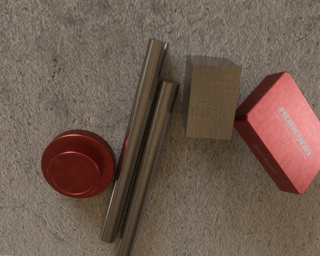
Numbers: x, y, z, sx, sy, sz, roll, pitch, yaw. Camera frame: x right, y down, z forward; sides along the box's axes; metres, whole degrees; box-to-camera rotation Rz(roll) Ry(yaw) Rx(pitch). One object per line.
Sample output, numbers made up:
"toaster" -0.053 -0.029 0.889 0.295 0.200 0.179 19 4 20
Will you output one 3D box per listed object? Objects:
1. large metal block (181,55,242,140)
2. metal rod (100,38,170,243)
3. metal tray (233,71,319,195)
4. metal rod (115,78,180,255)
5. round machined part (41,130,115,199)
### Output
"large metal block" 0.056 -0.039 0.367 0.050 0.080 0.079 4 110 -2
"metal rod" -0.040 0.031 0.420 0.025 0.025 0.298 14 109 -6
"metal tray" 0.156 0.007 0.388 0.090 0.030 0.130 -45 107 -20
"metal rod" -0.024 0.077 0.437 0.025 0.025 0.298 13 109 -5
"round machined part" -0.112 0.055 0.419 0.099 0.042 0.097 0 110 -1
